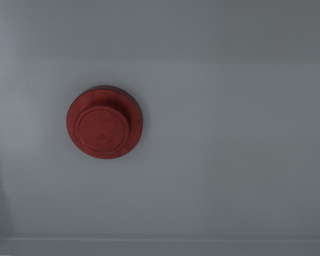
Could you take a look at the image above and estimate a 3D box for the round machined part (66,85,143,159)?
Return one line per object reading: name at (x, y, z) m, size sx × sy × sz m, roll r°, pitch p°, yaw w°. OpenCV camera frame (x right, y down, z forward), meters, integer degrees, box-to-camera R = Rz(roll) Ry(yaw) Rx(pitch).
round machined part at (-0.072, -0.003, 0.401) m, size 0.099 × 0.042 × 0.097 m, roll 0°, pitch 110°, yaw 0°
